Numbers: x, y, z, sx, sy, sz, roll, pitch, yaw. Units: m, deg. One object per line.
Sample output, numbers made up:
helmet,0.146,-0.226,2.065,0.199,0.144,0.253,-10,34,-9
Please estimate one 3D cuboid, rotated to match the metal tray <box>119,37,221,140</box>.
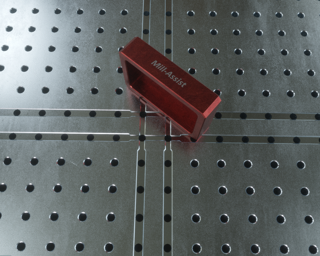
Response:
metal tray,0.010,-0.047,0.394,0.130,0.090,0.030,39,75,12
